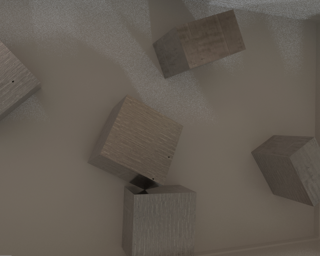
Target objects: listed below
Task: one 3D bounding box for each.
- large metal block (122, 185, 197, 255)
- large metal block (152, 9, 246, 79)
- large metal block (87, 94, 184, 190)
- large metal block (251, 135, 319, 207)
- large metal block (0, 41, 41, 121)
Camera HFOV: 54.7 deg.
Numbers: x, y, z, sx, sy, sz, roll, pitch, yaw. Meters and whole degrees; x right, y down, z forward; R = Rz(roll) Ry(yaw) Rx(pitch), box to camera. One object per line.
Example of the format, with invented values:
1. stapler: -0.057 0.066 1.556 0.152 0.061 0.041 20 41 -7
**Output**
1. large metal block: -0.002 0.118 0.397 0.081 0.050 0.080 2 90 -20
2. large metal block: 0.047 -0.105 0.398 0.081 0.080 0.050 -22 98 -19
3. large metal block: -0.028 0.019 0.375 0.080 0.050 0.080 29 62 -18
4. large metal block: 0.193 0.058 0.452 0.050 0.080 0.080 -33 101 -17
5. large metal block: -0.187 -0.050 0.328 0.080 0.050 0.080 -45 104 -15
